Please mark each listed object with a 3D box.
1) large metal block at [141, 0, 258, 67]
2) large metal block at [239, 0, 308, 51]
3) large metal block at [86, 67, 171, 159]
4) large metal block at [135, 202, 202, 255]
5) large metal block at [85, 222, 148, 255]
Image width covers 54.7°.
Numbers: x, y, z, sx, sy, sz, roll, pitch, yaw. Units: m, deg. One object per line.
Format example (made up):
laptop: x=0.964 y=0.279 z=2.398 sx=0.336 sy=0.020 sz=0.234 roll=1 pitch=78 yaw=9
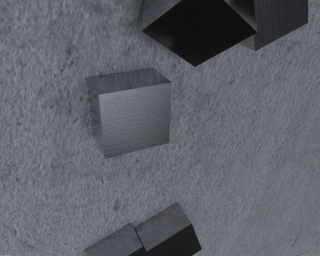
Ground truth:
large metal block: x=0.040 y=-0.117 z=0.315 sx=0.080 sy=0.050 sz=0.080 roll=24 pitch=146 yaw=-37
large metal block: x=0.125 y=-0.151 z=0.368 sx=0.080 sy=0.050 sz=0.080 roll=-29 pitch=129 yaw=-10
large metal block: x=-0.035 y=-0.019 z=0.361 sx=0.081 sy=0.050 sz=0.079 roll=-13 pitch=124 yaw=-22
large metal block: x=0.015 y=0.184 z=0.515 sx=0.080 sy=0.050 sz=0.080 roll=-29 pitch=129 yaw=-11
large metal block: x=-0.060 y=0.210 z=0.490 sx=0.080 sy=0.050 sz=0.080 roll=-28 pitch=129 yaw=-11
